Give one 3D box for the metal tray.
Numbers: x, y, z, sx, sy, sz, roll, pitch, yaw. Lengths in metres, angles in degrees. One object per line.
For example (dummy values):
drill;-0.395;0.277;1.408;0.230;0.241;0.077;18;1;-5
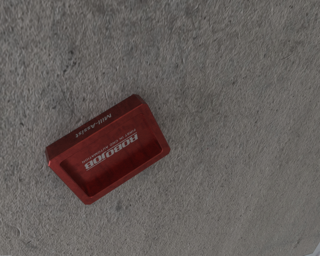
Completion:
metal tray;-0.061;0.028;0.387;0.130;0.030;0.090;-32;129;-7
